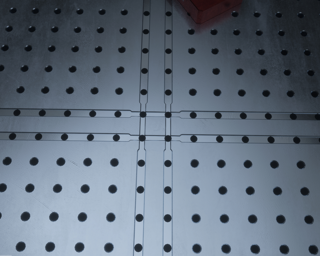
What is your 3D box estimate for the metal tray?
[{"bbox_3d":[0.064,-0.239,0.497,0.090,0.030,0.130,-30,73,-11],"label":"metal tray"}]
